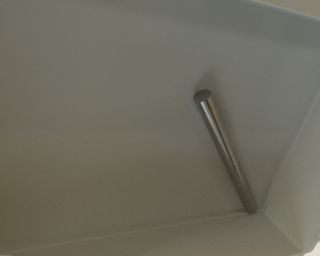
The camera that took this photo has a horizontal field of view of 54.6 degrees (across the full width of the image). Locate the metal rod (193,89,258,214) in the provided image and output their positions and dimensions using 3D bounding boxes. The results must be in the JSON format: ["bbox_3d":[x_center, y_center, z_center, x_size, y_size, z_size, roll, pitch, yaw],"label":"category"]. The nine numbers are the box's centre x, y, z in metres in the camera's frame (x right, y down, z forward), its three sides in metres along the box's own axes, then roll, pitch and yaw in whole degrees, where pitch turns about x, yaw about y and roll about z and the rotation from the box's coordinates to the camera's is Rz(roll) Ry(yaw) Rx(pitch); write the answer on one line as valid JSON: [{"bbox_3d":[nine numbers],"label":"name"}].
[{"bbox_3d":[0.117,0.056,0.505,0.025,0.025,0.300,-35,129,-5],"label":"metal rod"}]
